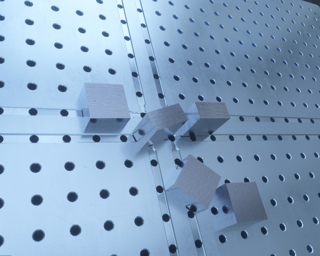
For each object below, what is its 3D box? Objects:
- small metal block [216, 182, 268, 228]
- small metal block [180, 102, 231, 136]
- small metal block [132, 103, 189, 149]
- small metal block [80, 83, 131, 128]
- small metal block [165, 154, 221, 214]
[{"bbox_3d":[0.105,0.099,0.404,0.050,0.025,0.050,3,61,-27],"label":"small metal block"},{"bbox_3d":[0.060,-0.012,0.431,0.050,0.050,0.025,-1,63,-29],"label":"small metal block"},{"bbox_3d":[0.000,-0.002,0.393,0.050,0.050,0.025,-19,72,-35],"label":"small metal block"},{"bbox_3d":[-0.069,-0.028,0.388,0.050,0.025,0.050,-1,62,-29],"label":"small metal block"},{"bbox_3d":[0.042,0.070,0.388,0.050,0.025,0.050,36,51,-4],"label":"small metal block"}]
